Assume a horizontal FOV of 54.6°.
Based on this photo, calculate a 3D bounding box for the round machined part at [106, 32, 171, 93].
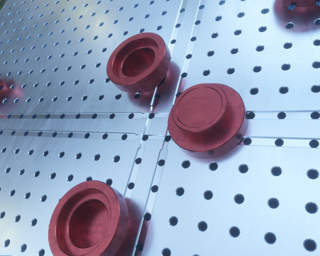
[{"bbox_3d":[-0.028,-0.094,0.471,0.098,0.042,0.098,-13,56,21],"label":"round machined part"}]

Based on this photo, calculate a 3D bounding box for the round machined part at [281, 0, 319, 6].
[{"bbox_3d":[0.198,-0.206,0.420,0.098,0.042,0.098,-13,56,21],"label":"round machined part"}]

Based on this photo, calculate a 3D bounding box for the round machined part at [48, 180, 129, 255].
[{"bbox_3d":[-0.080,0.115,0.369,0.098,0.042,0.098,-13,56,21],"label":"round machined part"}]

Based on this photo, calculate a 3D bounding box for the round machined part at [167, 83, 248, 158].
[{"bbox_3d":[0.054,-0.016,0.379,0.098,0.042,0.098,-13,56,21],"label":"round machined part"}]

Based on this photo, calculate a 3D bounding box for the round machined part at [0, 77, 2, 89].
[{"bbox_3d":[-0.375,-0.092,0.653,0.098,0.042,0.098,-13,56,21],"label":"round machined part"}]
